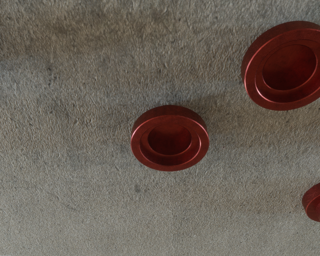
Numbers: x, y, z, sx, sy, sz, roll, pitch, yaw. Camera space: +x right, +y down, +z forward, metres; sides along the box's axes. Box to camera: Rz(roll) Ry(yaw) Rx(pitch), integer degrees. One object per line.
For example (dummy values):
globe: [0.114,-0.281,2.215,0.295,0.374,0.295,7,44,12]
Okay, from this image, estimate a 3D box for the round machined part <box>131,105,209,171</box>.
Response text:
round machined part: [0.013,0.009,0.404,0.099,0.042,0.097,0,130,0]

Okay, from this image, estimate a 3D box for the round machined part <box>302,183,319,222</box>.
round machined part: [0.291,0.129,0.509,0.099,0.042,0.097,0,130,0]

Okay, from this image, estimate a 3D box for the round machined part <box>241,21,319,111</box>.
round machined part: [0.138,-0.070,0.338,0.099,0.042,0.097,0,130,0]
